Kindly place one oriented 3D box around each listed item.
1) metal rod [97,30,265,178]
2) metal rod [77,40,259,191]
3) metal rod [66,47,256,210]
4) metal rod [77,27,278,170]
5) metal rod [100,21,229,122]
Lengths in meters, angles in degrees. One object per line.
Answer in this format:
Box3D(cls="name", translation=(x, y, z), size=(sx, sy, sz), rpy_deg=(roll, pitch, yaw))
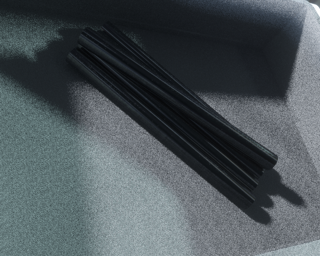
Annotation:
Box3D(cls="metal rod", translation=(0.024, -0.031, 0.435), size=(0.300, 0.025, 0.025), rpy_deg=(40, 51, -1))
Box3D(cls="metal rod", translation=(0.011, -0.017, 0.420), size=(0.300, 0.025, 0.025), rpy_deg=(40, 51, -1))
Box3D(cls="metal rod", translation=(0.002, 0.001, 0.404), size=(0.300, 0.025, 0.025), rpy_deg=(40, 51, -1))
Box3D(cls="metal rod", translation=(0.028, -0.035, 0.407), size=(0.301, 0.025, 0.025), rpy_deg=(33, 51, -6))
Box3D(cls="metal rod", translation=(0.034, -0.048, 0.451), size=(0.300, 0.025, 0.025), rpy_deg=(40, 51, -1))
